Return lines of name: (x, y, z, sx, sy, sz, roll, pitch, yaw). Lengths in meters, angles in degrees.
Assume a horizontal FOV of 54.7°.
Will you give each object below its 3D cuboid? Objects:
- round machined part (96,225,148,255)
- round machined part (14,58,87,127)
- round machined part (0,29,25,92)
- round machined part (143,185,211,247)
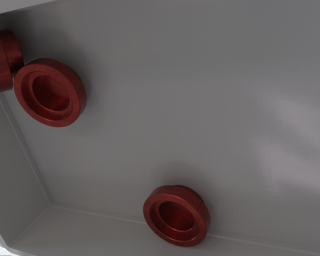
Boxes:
round machined part: (-0.065, 0.219, 0.570, 0.098, 0.042, 0.097, 13, 124, 21)
round machined part: (-0.149, -0.053, 0.436, 0.098, 0.042, 0.097, 8, 125, 11)
round machined part: (-0.222, -0.101, 0.434, 0.098, 0.042, 0.097, 36, 136, 45)
round machined part: (0.028, 0.124, 0.459, 0.098, 0.042, 0.097, 13, 123, 21)
